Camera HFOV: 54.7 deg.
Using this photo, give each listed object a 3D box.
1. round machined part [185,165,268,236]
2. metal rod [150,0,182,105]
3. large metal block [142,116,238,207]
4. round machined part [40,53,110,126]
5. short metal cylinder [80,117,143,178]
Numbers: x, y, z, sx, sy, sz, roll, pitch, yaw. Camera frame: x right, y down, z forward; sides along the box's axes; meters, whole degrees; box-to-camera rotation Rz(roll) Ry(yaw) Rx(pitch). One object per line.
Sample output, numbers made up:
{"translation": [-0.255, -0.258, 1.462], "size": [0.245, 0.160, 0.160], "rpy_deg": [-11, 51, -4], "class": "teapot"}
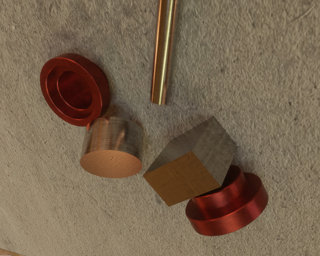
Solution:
{"translation": [0.074, 0.080, 0.371], "size": [0.098, 0.099, 0.042], "rpy_deg": [-21, 102, 36], "class": "round machined part"}
{"translation": [0.013, -0.158, 0.302], "size": [0.025, 0.025, 0.298], "rpy_deg": [18, 126, 17], "class": "metal rod"}
{"translation": [0.038, 0.040, 0.376], "size": [0.080, 0.080, 0.050], "rpy_deg": [-32, 100, 38], "class": "large metal block"}
{"translation": [-0.109, -0.054, 0.420], "size": [0.098, 0.042, 0.097], "rpy_deg": [13, 124, 21], "class": "round machined part"}
{"translation": [-0.063, 0.028, 0.418], "size": [0.081, 0.050, 0.080], "rpy_deg": [0, 146, 0], "class": "short metal cylinder"}
